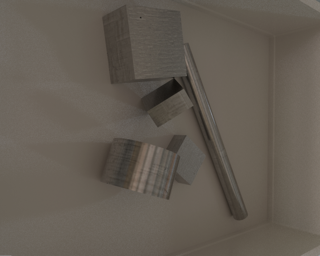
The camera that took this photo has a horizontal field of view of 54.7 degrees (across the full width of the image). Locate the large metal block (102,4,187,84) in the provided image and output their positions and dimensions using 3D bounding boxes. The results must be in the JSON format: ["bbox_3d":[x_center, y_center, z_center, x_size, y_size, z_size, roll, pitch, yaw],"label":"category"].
[{"bbox_3d":[-0.017,-0.098,0.377,0.081,0.050,0.079,-11,97,-40],"label":"large metal block"}]

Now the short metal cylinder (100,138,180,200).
[{"bbox_3d":[-0.022,0.047,0.354,0.080,0.080,0.050,25,75,-38],"label":"short metal cylinder"}]

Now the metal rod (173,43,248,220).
[{"bbox_3d":[0.082,0.017,0.477,0.025,0.025,0.299,-35,112,-35],"label":"metal rod"}]

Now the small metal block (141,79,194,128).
[{"bbox_3d":[0.008,-0.033,0.386,0.050,0.050,0.025,-32,116,3],"label":"small metal block"}]

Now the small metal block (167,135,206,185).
[{"bbox_3d":[0.032,0.045,0.436,0.050,0.025,0.050,46,63,-31],"label":"small metal block"}]
